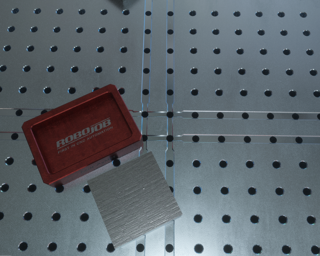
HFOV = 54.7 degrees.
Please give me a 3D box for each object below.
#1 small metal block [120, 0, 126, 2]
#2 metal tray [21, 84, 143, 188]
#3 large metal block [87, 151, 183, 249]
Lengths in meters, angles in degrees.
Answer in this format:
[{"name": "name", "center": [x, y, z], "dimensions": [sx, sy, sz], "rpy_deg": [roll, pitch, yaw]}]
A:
[{"name": "small metal block", "center": [-0.061, -0.240, 0.499], "dimensions": [0.050, 0.025, 0.050], "rpy_deg": [40, 75, 13]}, {"name": "metal tray", "center": [-0.099, 0.009, 0.404], "dimensions": [0.131, 0.030, 0.090], "rpy_deg": [-26, 72, -9]}, {"name": "large metal block", "center": [-0.029, 0.085, 0.367], "dimensions": [0.080, 0.050, 0.080], "rpy_deg": [-25, 72, -9]}]
